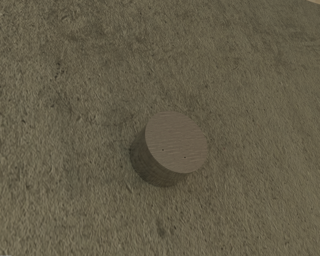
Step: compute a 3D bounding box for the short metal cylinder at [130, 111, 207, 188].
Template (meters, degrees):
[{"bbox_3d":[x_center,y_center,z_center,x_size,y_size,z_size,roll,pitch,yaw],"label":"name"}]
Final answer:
[{"bbox_3d":[0.010,0.026,0.377,0.081,0.050,0.080,13,56,-21],"label":"short metal cylinder"}]
